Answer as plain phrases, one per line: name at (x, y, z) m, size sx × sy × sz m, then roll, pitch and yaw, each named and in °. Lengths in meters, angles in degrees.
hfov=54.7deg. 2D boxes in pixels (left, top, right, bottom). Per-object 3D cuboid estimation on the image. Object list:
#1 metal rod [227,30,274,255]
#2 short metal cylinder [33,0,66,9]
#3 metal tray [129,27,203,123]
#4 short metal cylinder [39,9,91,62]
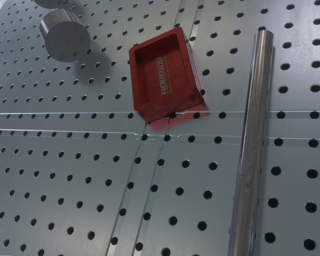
metal rod at (0.104, 0.011, 0.346) m, size 0.025 × 0.025 × 0.300 m, roll 0°, pitch 61°, yaw 28°
short metal cylinder at (-0.255, -0.320, 0.704) m, size 0.080 × 0.080 × 0.050 m, roll -33°, pitch 52°, yaw 7°
metal tray at (0.005, -0.080, 0.451) m, size 0.090 × 0.030 × 0.130 m, roll -20°, pitch 54°, yaw 16°
short metal cylinder at (-0.174, -0.168, 0.568) m, size 0.080 × 0.080 × 0.050 m, roll -37°, pitch 51°, yaw 3°
